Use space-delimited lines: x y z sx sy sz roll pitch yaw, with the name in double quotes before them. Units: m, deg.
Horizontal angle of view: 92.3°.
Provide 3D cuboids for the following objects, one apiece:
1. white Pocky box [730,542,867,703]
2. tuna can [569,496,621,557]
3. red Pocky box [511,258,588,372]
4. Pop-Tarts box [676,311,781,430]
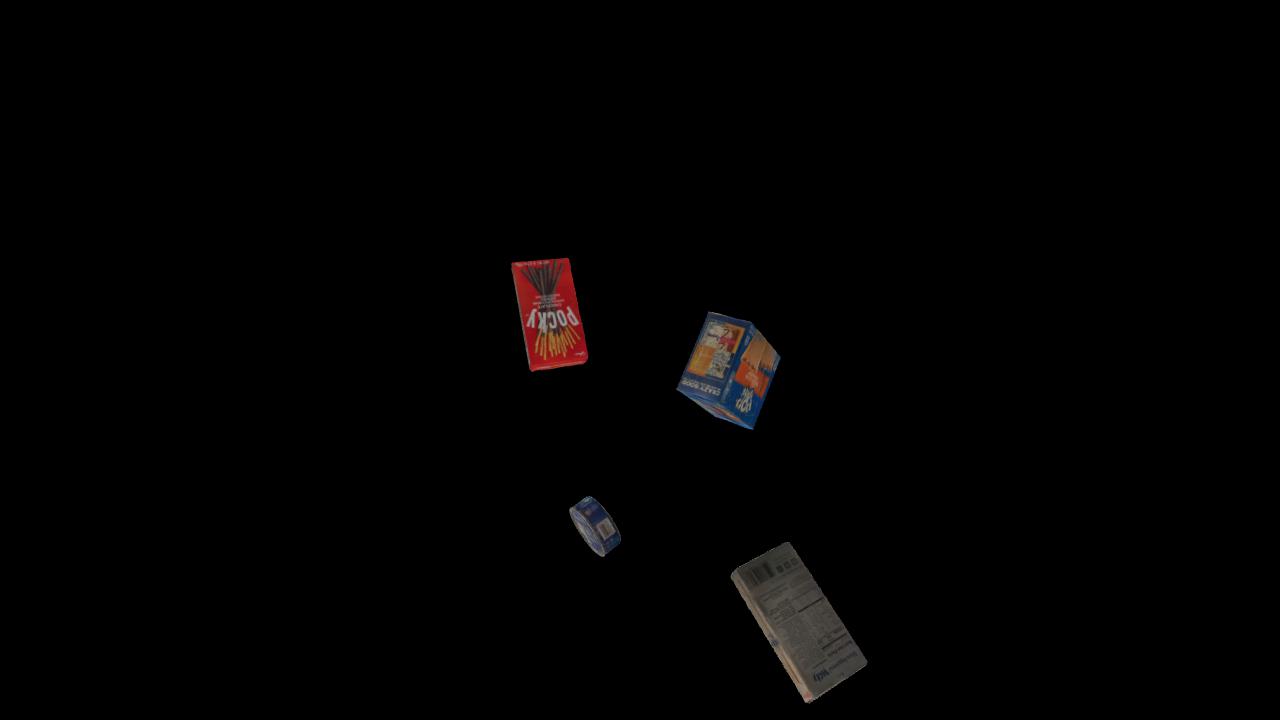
"white Pocky box" 0.180 0.295 0.705 0.084 0.154 0.028 -17 -32 -26
"tuna can" -0.064 0.239 0.886 0.034 0.084 0.084 -33 15 -24
"red Pocky box" -0.126 -0.066 0.860 0.083 0.155 0.028 -9 -12 -19
"Pop-Tarts box" 0.153 0.021 1.026 0.083 0.141 0.167 18 -11 34
